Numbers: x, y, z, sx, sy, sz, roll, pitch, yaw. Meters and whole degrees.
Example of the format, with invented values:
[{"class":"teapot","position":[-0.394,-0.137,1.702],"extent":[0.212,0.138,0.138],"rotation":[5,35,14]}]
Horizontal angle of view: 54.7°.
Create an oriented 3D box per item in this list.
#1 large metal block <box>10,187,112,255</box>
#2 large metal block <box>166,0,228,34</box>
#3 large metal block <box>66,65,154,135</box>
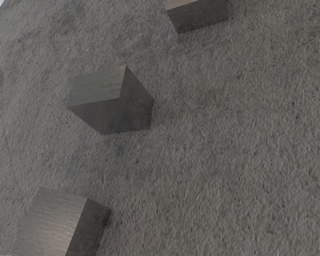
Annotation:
[{"class":"large metal block","position":[-0.117,0.123,0.374],"extent":[0.080,0.050,0.080],"rotation":[4,64,30]},{"class":"large metal block","position":[0.058,-0.202,0.481],"extent":[0.080,0.050,0.080],"rotation":[-9,58,23]},{"class":"large metal block","position":[-0.065,-0.034,0.424],"extent":[0.080,0.080,0.050],"rotation":[-7,59,24]}]
